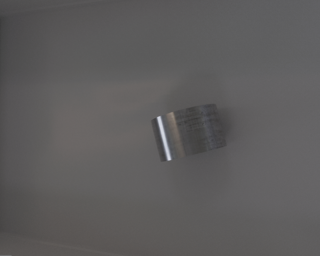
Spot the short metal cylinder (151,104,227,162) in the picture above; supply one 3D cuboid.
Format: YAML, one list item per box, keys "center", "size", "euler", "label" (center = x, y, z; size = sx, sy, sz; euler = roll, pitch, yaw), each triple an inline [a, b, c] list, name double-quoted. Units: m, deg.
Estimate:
- center: [0.034, 0.006, 0.370]
  size: [0.080, 0.080, 0.050]
  euler: [-16, 85, 19]
  label: "short metal cylinder"
